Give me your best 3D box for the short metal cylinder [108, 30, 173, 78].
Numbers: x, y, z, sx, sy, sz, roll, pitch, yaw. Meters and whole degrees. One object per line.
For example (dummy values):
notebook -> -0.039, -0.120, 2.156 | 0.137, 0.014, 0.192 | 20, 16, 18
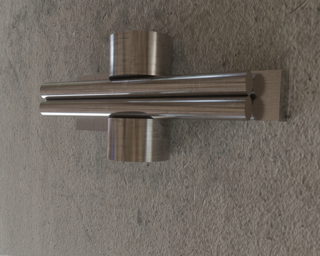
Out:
short metal cylinder -> -0.024, -0.087, 0.390 | 0.080, 0.081, 0.050 | 2, 92, 40

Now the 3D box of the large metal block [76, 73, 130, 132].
large metal block -> -0.076, -0.036, 0.453 | 0.080, 0.050, 0.079 | 3, 92, 40

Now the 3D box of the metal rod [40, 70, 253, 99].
metal rod -> -0.040, -0.049, 0.381 | 0.300, 0.025, 0.025 | 2, 92, 32

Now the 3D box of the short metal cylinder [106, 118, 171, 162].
short metal cylinder -> -0.027, 0.013, 0.393 | 0.080, 0.081, 0.050 | 2, 92, 40

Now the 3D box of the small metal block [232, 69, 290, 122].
small metal block -> 0.104, -0.033, 0.321 | 0.050, 0.025, 0.050 | 4, 93, 40

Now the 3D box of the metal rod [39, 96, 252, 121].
metal rod -> -0.041, -0.024, 0.382 | 0.300, 0.025, 0.025 | 2, 92, 32
